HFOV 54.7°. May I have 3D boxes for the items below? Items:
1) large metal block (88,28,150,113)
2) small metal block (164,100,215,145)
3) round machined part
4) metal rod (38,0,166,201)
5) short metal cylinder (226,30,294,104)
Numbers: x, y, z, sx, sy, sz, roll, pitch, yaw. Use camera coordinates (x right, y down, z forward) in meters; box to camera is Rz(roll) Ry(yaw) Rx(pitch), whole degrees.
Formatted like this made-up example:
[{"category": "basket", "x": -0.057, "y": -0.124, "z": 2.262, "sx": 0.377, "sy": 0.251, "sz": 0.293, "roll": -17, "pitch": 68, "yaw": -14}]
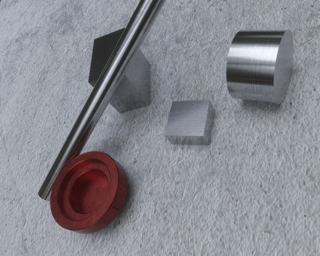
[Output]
[{"category": "large metal block", "x": -0.054, "y": -0.080, "z": 0.444, "sx": 0.050, "sy": 0.080, "sz": 0.080, "roll": -14, "pitch": 56, "yaw": 20}, {"category": "small metal block", "x": 0.038, "y": -0.007, "z": 0.387, "sx": 0.050, "sy": 0.025, "sz": 0.050, "roll": 0, "pitch": 62, "yaw": 27}, {"category": "round machined part", "x": -0.083, "y": 0.081, "z": 0.385, "sx": 0.098, "sy": 0.042, "sz": 0.098, "roll": -13, "pitch": 56, "yaw": 20}, {"category": "metal rod", "x": -0.080, "y": -0.028, "z": 0.387, "sx": 0.025, "sy": 0.025, "sz": 0.298, "roll": 46, "pitch": 112, "yaw": 39}, {"category": "short metal cylinder", "x": 0.115, "y": -0.070, "z": 0.351, "sx": 0.050, "sy": 0.080, "sz": 0.080, "roll": 11, "pitch": 67, "yaw": 32}]
